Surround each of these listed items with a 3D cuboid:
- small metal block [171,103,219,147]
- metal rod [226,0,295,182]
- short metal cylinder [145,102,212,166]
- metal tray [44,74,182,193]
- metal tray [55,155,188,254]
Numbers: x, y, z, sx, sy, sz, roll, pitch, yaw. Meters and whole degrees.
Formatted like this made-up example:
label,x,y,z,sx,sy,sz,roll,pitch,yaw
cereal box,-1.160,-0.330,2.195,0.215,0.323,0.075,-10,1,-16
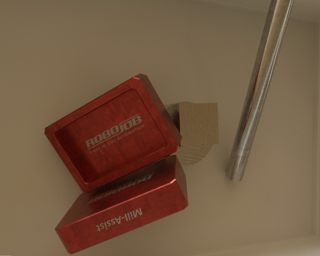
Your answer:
label,x,y,z,sx,sy,sz,roll,pitch,yaw
small metal block,0.042,-0.004,0.374,0.050,0.025,0.050,-3,91,-21
metal rod,0.128,-0.062,0.393,0.025,0.025,0.298,-2,116,-20
short metal cylinder,0.024,0.007,0.407,0.081,0.050,0.079,0,90,-21
metal tray,-0.053,0.008,0.350,0.130,0.030,0.090,-27,100,18
metal tray,-0.036,0.078,0.338,0.130,0.090,0.030,-24,99,7
